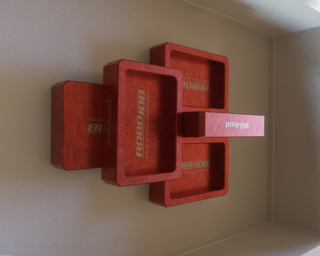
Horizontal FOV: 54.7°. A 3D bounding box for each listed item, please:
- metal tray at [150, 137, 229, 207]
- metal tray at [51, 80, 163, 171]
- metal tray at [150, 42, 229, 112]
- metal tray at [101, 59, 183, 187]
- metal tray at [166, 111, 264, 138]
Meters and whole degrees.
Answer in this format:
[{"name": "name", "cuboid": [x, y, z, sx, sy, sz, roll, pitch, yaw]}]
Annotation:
[{"name": "metal tray", "cuboid": [0.046, 0.056, 0.442, 0.131, 0.030, 0.089, 1, 90, -40]}, {"name": "metal tray", "cuboid": [-0.055, -0.002, 0.355, 0.131, 0.030, 0.089, 0, 90, -40]}, {"name": "metal tray", "cuboid": [0.046, -0.064, 0.442, 0.131, 0.030, 0.089, 1, 90, -40]}, {"name": "metal tray", "cuboid": [-0.018, -0.005, 0.348, 0.091, 0.030, 0.129, 1, 89, -40]}, {"name": "metal tray", "cuboid": [0.068, -0.004, 0.420, 0.131, 0.090, 0.030, 1, 90, -40]}]
